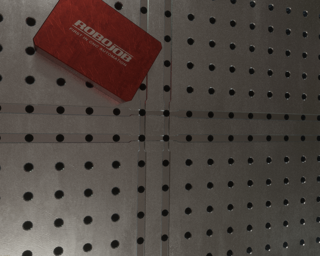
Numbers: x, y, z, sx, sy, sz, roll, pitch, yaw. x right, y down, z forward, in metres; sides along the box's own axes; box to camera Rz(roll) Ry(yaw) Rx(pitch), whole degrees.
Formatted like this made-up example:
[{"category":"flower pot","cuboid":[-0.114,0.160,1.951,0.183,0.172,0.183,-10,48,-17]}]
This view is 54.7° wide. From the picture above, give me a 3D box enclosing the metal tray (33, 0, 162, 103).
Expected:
[{"category":"metal tray","cuboid":[-0.074,-0.101,0.383,0.130,0.030,0.090,32,79,-18]}]
